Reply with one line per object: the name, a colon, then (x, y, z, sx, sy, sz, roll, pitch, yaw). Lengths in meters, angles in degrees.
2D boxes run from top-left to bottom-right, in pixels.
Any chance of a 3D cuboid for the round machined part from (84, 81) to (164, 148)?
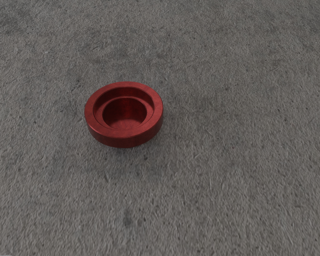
round machined part: (-0.045, -0.013, 0.403, 0.099, 0.042, 0.098, 0, 50, 0)
